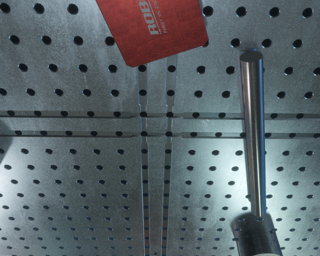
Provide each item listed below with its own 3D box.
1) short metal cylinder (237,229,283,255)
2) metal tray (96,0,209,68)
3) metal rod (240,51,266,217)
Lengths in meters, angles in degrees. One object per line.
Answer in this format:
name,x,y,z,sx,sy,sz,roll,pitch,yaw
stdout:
short metal cylinder,0.193,0.239,0.601,0.081,0.050,0.079,0,130,0
metal tray,-0.013,-0.131,0.297,0.090,0.030,0.130,-15,129,12
metal rod,0.136,0.031,0.438,0.025,0.025,0.299,-10,130,8
